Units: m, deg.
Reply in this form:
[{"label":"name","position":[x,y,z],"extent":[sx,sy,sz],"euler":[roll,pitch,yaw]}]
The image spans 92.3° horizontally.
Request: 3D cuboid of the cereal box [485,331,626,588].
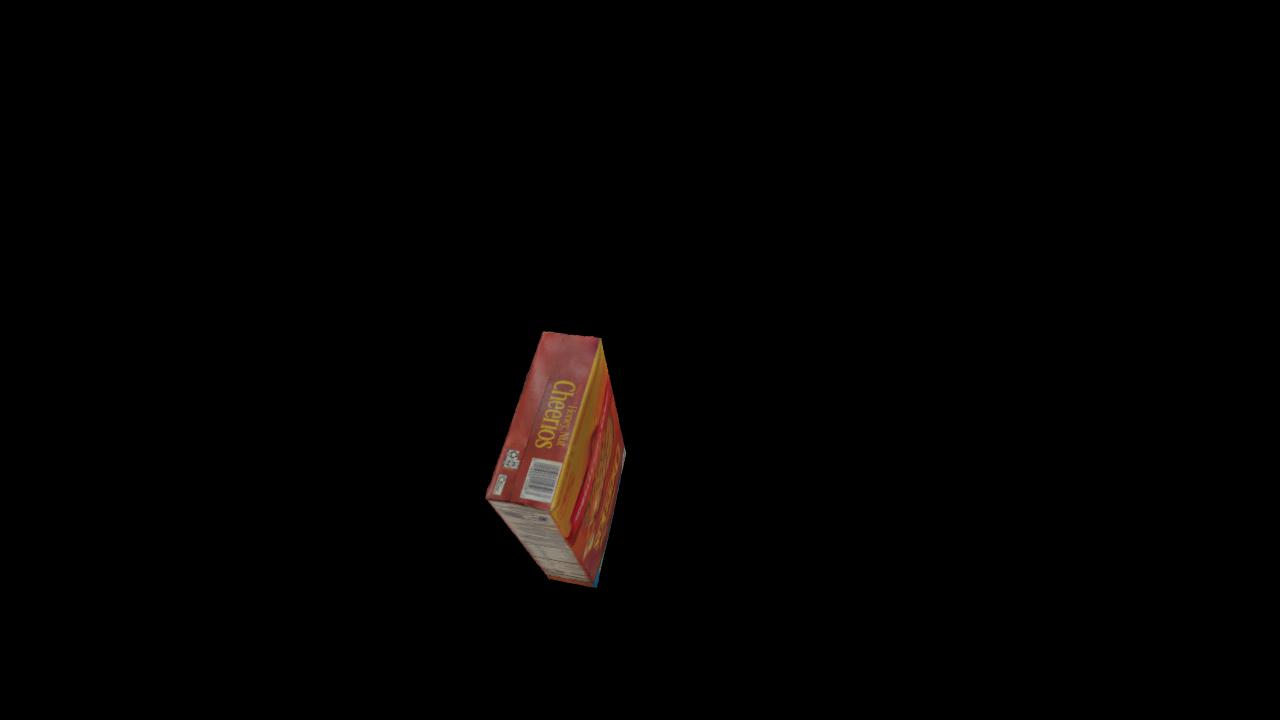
[{"label":"cereal box","position":[-0.082,0.135,0.747],"extent":[0.081,0.203,0.306],"euler":[7,-33,10]}]
